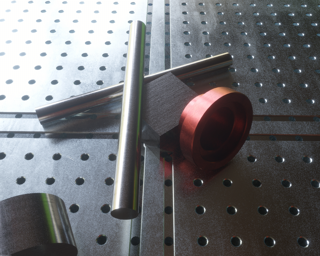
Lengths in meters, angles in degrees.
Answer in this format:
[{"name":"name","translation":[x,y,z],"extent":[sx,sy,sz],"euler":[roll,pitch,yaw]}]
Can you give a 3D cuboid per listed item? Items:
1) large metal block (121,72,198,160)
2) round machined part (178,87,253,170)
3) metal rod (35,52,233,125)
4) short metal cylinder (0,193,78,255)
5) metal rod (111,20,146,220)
[{"name":"large metal block","translation":[0.007,-0.018,0.407],"extent":[0.081,0.050,0.080],"euler":[-31,57,-24]},{"name":"round machined part","translation":[0.061,-0.002,0.366],"extent":[0.099,0.097,0.042],"euler":[-31,40,-23]},{"name":"metal rod","translation":[-0.027,-0.063,0.459],"extent":[0.302,0.025,0.025],"euler":[-19,53,-16]},{"name":"short metal cylinder","translation":[-0.122,0.104,0.283],"extent":[0.081,0.080,0.050],"euler":[-19,53,-16]},{"name":"metal rod","translation":[-0.033,-0.038,0.373],"extent":[0.025,0.025,0.300],"euler":[0,50,-1]}]
